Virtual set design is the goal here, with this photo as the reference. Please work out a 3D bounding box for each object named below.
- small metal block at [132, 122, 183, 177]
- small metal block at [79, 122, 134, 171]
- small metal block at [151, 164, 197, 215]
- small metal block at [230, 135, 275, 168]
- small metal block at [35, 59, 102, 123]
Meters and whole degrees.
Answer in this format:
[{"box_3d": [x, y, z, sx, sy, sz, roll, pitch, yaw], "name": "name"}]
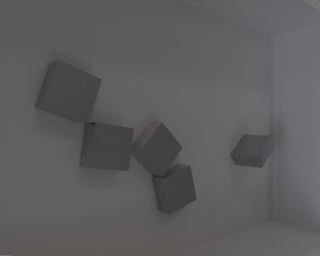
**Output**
[{"box_3d": [-0.005, 0.027, 0.402, 0.050, 0.025, 0.050, 50, 60, -28], "name": "small metal block"}, {"box_3d": [-0.061, 0.022, 0.356, 0.050, 0.025, 0.050, 10, 84, -40], "name": "small metal block"}, {"box_3d": [0.020, 0.082, 0.423, 0.050, 0.025, 0.050, -19, 102, -38], "name": "small metal block"}, {"box_3d": [0.155, 0.038, 0.520, 0.050, 0.050, 0.025, -49, 119, -29], "name": "small metal block"}, {"box_3d": [-0.095, -0.037, 0.326, 0.050, 0.025, 0.050, 23, 76, -38], "name": "small metal block"}]
